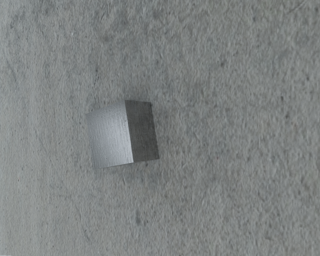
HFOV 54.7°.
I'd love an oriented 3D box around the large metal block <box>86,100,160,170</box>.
[{"bbox_3d":[-0.053,0.011,0.430,0.080,0.050,0.080,-15,81,38],"label":"large metal block"}]
